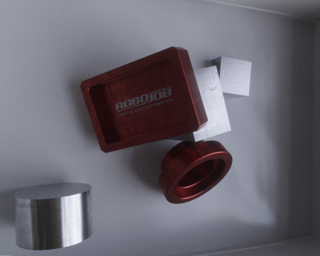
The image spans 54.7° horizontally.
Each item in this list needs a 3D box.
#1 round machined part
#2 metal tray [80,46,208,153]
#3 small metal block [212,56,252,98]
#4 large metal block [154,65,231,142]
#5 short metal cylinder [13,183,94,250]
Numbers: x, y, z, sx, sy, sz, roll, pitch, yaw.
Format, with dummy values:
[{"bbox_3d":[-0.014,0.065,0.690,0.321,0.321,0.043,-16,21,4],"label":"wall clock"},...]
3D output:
[{"bbox_3d":[0.041,0.050,0.400,0.099,0.042,0.097,-22,143,-18],"label":"round machined part"},{"bbox_3d":[-0.021,-0.029,0.354,0.030,0.130,0.089,-26,100,-63],"label":"metal tray"},{"bbox_3d":[0.102,-0.073,0.450,0.050,0.025,0.050,6,88,-20],"label":"small metal block"},{"bbox_3d":[0.038,-0.029,0.396,0.050,0.080,0.080,-16,96,-21],"label":"large metal block"},{"bbox_3d":[-0.115,0.093,0.339,0.081,0.080,0.050,-3,91,-20],"label":"short metal cylinder"}]
